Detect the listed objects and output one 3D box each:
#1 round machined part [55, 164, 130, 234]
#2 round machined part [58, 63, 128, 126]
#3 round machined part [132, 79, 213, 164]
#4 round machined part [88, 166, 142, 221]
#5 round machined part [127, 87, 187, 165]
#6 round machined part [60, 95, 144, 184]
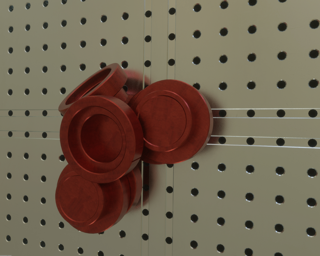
[{"bbox_3d":[-0.091,0.085,0.391,0.098,0.042,0.097,0,90,20],"label":"round machined part"},{"bbox_3d":[-0.082,-0.040,0.413,0.098,0.098,0.042,-29,116,17],"label":"round machined part"},{"bbox_3d":[0.008,-0.007,0.355,0.098,0.042,0.097,0,89,20],"label":"round machined part"},{"bbox_3d":[-0.077,0.075,0.409,0.098,0.042,0.097,0,90,20],"label":"round machined part"},{"bbox_3d":[-0.004,-0.003,0.383,0.098,0.042,0.097,0,90,20],"label":"round machined part"},{"bbox_3d":[-0.062,0.011,0.358,0.098,0.042,0.097,4,99,22],"label":"round machined part"}]
